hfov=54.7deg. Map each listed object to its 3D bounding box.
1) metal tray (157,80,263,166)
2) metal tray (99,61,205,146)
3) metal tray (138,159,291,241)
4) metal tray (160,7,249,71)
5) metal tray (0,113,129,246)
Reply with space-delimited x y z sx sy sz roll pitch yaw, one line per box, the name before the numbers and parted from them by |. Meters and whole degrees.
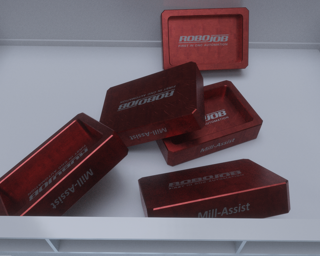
metal tray | 0.055 -0.011 0.411 0.131 0.030 0.090 -17 52 -14
metal tray | -0.011 -0.027 0.390 0.130 0.030 0.090 -14 47 21
metal tray | 0.048 0.066 0.313 0.131 0.030 0.090 -9 9 -8
metal tray | 0.068 -0.134 0.477 0.131 0.089 0.030 -3 12 -3
metal tray | -0.107 0.044 0.323 0.130 0.030 0.090 -43 36 -17
